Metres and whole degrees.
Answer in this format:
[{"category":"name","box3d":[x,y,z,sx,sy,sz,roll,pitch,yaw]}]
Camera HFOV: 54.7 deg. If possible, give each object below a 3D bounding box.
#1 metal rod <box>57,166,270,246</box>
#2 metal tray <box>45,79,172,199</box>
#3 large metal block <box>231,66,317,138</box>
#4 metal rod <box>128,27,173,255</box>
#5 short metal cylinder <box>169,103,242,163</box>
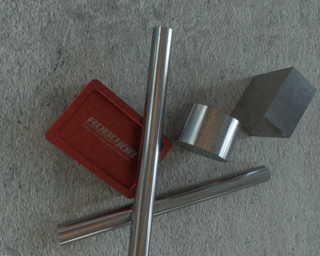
[{"category":"metal rod","box3d":[0.020,0.098,0.417,0.303,0.025,0.025,-12,94,-20]},{"category":"metal tray","box3d":[-0.061,0.015,0.384,0.130,0.030,0.090,40,77,-16]},{"category":"large metal block","box3d":[0.157,-0.034,0.440,0.050,0.080,0.080,37,78,-17]},{"category":"metal rod","box3d":[-0.012,0.029,0.372,0.025,0.025,0.298,7,88,-20]},{"category":"short metal cylinder","box3d":[0.058,0.007,0.403,0.080,0.080,0.050,25,82,-19]}]
